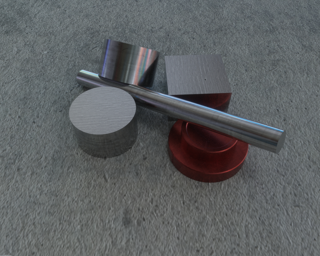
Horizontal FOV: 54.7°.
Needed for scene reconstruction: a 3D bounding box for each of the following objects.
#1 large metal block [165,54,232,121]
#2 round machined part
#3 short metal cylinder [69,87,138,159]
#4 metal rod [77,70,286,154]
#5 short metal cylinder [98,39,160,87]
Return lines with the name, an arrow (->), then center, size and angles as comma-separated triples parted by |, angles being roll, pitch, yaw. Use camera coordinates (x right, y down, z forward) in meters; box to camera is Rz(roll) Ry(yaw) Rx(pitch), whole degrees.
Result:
large metal block -> 0.049, -0.058, 0.435 | 0.081, 0.050, 0.080 | -2, 50, -2
round machined part -> 0.059, 0.014, 0.381 | 0.099, 0.042, 0.098 | 0, 50, 0
short metal cylinder -> -0.069, -0.007, 0.395 | 0.081, 0.050, 0.080 | 0, 50, 0
metal rod -> 0.002, -0.031, 0.387 | 0.300, 0.025, 0.025 | 21, 52, 33
short metal cylinder -> -0.044, -0.092, 0.441 | 0.080, 0.050, 0.080 | 13, 12, -3
